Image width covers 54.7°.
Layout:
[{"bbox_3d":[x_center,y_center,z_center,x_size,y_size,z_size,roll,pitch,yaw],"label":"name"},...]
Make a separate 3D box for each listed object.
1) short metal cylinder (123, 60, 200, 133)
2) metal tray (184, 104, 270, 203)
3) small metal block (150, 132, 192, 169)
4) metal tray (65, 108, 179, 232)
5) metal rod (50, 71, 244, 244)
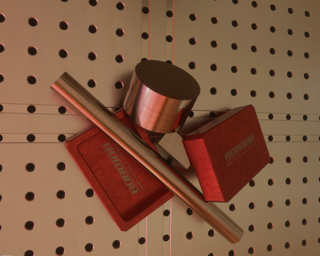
[{"bbox_3d":[0.002,-0.039,0.374,0.081,0.080,0.050,9,129,-20],"label":"short metal cylinder"},{"bbox_3d":[0.096,0.030,0.414,0.131,0.030,0.090,-27,100,-43],"label":"metal tray"},{"bbox_3d":[0.015,0.025,0.400,0.050,0.050,0.025,42,77,-15],"label":"small metal block"},{"bbox_3d":[-0.046,0.050,0.389,0.090,0.030,0.130,-33,101,-17],"label":"metal tray"},{"bbox_3d":[-0.004,0.046,0.375,0.300,0.025,0.025,43,77,-16],"label":"metal rod"}]
